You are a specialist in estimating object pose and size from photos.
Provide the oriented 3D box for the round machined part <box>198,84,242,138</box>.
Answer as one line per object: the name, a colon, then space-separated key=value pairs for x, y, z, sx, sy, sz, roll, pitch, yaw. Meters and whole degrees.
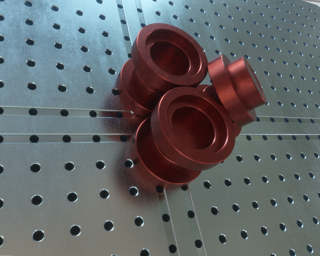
round machined part: x=0.081 y=-0.025 z=0.456 sx=0.099 sy=0.042 sz=0.098 roll=13 pitch=56 yaw=-21

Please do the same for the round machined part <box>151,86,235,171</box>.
round machined part: x=0.034 y=0.004 z=0.358 sx=0.099 sy=0.042 sz=0.098 roll=13 pitch=56 yaw=-21

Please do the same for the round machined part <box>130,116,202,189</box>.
round machined part: x=0.015 y=0.024 z=0.391 sx=0.099 sy=0.042 sz=0.098 roll=13 pitch=56 yaw=-21

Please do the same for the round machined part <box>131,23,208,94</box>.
round machined part: x=0.009 y=-0.083 z=0.398 sx=0.099 sy=0.042 sz=0.098 roll=13 pitch=56 yaw=-21

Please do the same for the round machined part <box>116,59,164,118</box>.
round machined part: x=-0.008 y=-0.063 z=0.432 sx=0.099 sy=0.042 sz=0.098 roll=13 pitch=56 yaw=-21

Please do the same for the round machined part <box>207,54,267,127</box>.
round machined part: x=0.105 y=-0.054 z=0.405 sx=0.098 sy=0.042 sz=0.098 roll=45 pitch=30 yaw=-35
